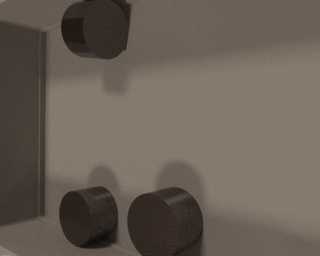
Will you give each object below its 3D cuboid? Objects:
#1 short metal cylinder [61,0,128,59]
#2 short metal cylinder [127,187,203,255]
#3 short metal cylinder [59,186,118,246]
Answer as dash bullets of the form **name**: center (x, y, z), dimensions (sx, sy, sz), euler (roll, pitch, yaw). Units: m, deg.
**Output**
- **short metal cylinder**: center (-0.092, -0.140, 0.445), dimensions (0.050, 0.081, 0.079), euler (14, 99, 39)
- **short metal cylinder**: center (0.006, 0.117, 0.384), dimensions (0.080, 0.050, 0.079), euler (0, 90, 39)
- **short metal cylinder**: center (-0.111, 0.134, 0.479), dimensions (0.080, 0.050, 0.079), euler (0, 90, 39)
